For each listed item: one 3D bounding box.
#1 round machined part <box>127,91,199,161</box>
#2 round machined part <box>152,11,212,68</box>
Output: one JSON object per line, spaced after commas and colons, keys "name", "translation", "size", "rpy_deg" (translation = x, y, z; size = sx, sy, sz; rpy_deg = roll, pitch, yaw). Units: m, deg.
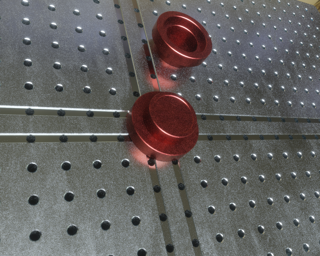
{"name": "round machined part", "translation": [0.009, -0.009, 0.409], "size": [0.099, 0.042, 0.098], "rpy_deg": [14, 56, -21]}
{"name": "round machined part", "translation": [0.032, -0.137, 0.500], "size": [0.099, 0.042, 0.098], "rpy_deg": [14, 56, -21]}
